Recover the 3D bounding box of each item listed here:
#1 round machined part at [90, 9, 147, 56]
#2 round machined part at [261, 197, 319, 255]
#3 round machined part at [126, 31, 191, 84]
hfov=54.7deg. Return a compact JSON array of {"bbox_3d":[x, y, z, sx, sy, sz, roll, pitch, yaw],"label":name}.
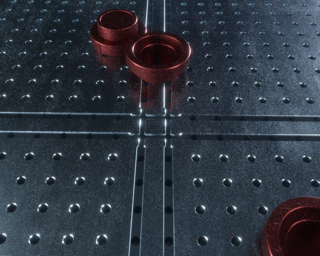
[{"bbox_3d":[-0.073,-0.172,0.540,0.099,0.042,0.098,0,50,0],"label":"round machined part"},{"bbox_3d":[0.147,0.120,0.298,0.099,0.042,0.098,0,50,0],"label":"round machined part"},{"bbox_3d":[-0.003,-0.107,0.486,0.099,0.042,0.098,0,50,0],"label":"round machined part"}]
